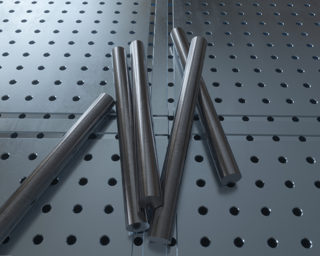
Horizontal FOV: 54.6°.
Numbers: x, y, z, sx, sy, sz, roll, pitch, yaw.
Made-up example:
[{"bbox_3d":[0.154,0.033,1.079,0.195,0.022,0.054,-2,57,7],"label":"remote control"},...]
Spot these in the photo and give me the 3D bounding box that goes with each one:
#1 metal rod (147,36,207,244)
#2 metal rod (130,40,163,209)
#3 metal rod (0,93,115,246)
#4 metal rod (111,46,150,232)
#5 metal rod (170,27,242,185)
[{"bbox_3d":[0.030,-0.009,0.394,0.025,0.025,0.300,9,57,8],"label":"metal rod"},{"bbox_3d":[-0.024,-0.031,0.418,0.025,0.025,0.300,-4,45,-4],"label":"metal rod"},{"bbox_3d":[-0.141,0.063,0.353,0.025,0.025,0.301,21,53,16],"label":"metal rod"},{"bbox_3d":[-0.045,-0.011,0.416,0.025,0.025,0.300,-7,50,-6],"label":"metal rod"},{"bbox_3d":[0.057,-0.054,0.453,0.025,0.025,0.300,-8,50,-6],"label":"metal rod"}]
